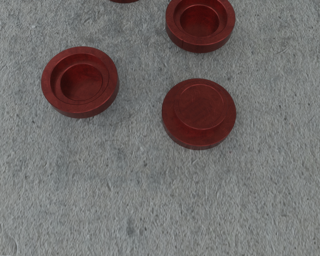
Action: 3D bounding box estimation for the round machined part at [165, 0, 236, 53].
[{"bbox_3d":[0.057,-0.151,0.454,0.099,0.042,0.098,0,70,0],"label":"round machined part"}]

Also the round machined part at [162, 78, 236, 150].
[{"bbox_3d":[0.052,-0.023,0.408,0.099,0.042,0.098,0,70,0],"label":"round machined part"}]

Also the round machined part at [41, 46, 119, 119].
[{"bbox_3d":[-0.104,-0.058,0.419,0.099,0.042,0.098,0,70,0],"label":"round machined part"}]

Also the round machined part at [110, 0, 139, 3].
[{"bbox_3d":[-0.057,-0.251,0.490,0.099,0.042,0.098,0,70,0],"label":"round machined part"}]
